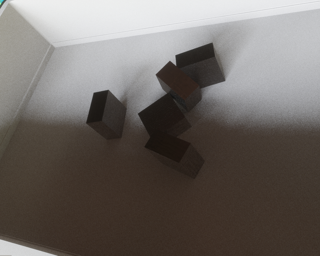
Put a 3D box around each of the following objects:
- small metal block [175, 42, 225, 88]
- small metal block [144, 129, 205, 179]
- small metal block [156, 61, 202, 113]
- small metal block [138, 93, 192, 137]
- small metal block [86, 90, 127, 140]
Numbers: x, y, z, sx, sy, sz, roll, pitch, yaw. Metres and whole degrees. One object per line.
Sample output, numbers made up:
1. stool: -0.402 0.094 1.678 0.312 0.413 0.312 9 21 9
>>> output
1. small metal block: 0.054 -0.079 0.409 0.050 0.050 0.025 -15 55 19
2. small metal block: 0.018 0.031 0.361 0.050 0.050 0.025 22 73 35
3. small metal block: 0.025 -0.052 0.398 0.025 0.050 0.050 -45 72 -3
4. small metal block: 0.006 -0.010 0.408 0.050 0.025 0.050 -34 52 5
5. small metal block: -0.074 -0.018 0.438 0.025 0.050 0.050 -8 59 24
